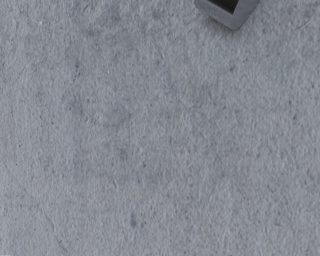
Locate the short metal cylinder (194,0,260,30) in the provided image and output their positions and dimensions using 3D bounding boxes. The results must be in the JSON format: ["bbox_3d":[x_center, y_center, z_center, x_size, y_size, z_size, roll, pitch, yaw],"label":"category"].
[{"bbox_3d":[0.083,-0.160,0.350,0.050,0.080,0.080,37,102,16],"label":"short metal cylinder"}]
